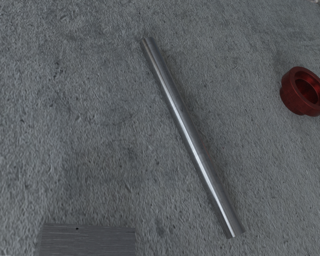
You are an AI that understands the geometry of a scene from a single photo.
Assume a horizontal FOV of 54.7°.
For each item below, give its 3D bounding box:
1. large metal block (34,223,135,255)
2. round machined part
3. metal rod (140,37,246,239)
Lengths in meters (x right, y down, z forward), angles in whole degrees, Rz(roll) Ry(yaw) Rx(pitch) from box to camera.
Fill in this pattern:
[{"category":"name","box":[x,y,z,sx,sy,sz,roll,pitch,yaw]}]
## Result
[{"category":"large metal block","box":[-0.068,0.131,0.271,0.081,0.050,0.080,11,57,-22]},{"category":"round machined part","box":[0.263,-0.062,0.572,0.099,0.042,0.098,14,56,-21]},{"category":"metal rod","box":[0.036,0.000,0.423,0.025,0.025,0.299,-10,67,-33]}]
